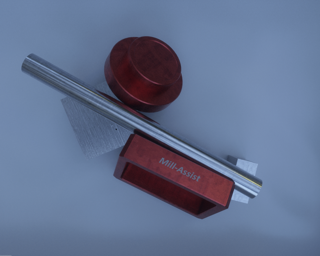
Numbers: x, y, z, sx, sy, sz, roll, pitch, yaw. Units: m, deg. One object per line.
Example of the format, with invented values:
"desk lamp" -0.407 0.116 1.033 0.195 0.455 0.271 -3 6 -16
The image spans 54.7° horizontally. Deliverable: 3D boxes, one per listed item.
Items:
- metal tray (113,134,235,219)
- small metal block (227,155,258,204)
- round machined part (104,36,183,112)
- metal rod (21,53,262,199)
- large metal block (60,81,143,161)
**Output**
"metal tray" 0.012 0.063 0.374 0.131 0.090 0.030 26 63 -1
"small metal block" 0.100 0.064 0.399 0.025 0.050 0.050 15 90 0
"round machined part" -0.014 -0.071 0.375 0.099 0.042 0.098 14 59 -25
"metal rod" -0.020 -0.002 0.358 0.301 0.025 0.025 29 90 -1
"large metal block" -0.067 -0.013 0.396 0.080 0.050 0.080 -22 90 -1
